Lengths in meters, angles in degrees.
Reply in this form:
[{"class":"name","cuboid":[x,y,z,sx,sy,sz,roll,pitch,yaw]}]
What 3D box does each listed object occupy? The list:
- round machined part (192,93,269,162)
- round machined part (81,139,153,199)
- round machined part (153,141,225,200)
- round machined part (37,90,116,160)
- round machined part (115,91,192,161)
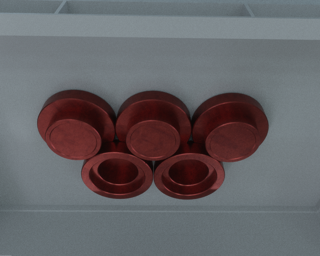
[{"class":"round machined part","cuboid":[0.091,0.007,0.401,0.099,0.042,0.097,0,129,0]},{"class":"round machined part","cuboid":[-0.058,0.055,0.441,0.099,0.042,0.097,0,130,0]},{"class":"round machined part","cuboid":[0.040,0.056,0.444,0.099,0.042,0.097,0,130,0]},{"class":"round machined part","cuboid":[-0.107,0.003,0.396,0.099,0.042,0.097,-1,129,-1]},{"class":"round machined part","cuboid":[-0.009,0.004,0.398,0.099,0.042,0.097,0,129,0]}]
